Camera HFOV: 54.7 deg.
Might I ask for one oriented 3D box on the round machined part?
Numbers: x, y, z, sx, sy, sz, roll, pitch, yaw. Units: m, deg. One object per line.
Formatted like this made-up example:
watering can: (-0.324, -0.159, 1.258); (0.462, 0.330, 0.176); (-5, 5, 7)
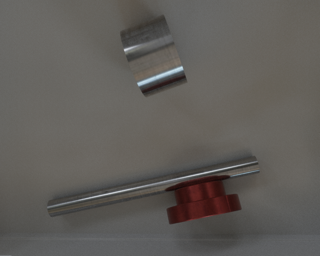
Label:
round machined part: (0.057, 0.100, 0.421); (0.099, 0.098, 0.042); (-13, 73, 4)

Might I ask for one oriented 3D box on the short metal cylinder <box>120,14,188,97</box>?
short metal cylinder: (-0.006, -0.081, 0.352); (0.050, 0.080, 0.080); (-19, 109, 7)

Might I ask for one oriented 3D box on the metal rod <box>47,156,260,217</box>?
metal rod: (-0.012, 0.084, 0.442); (0.302, 0.025, 0.025); (-13, 110, 4)
